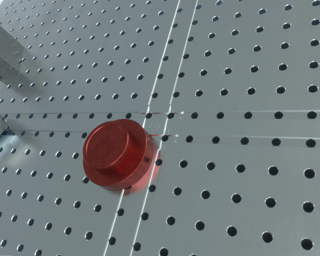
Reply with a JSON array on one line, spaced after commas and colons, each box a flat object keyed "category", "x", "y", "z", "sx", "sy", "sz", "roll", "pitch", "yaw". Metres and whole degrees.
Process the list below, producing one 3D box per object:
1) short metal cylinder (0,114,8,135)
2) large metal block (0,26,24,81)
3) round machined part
[{"category": "short metal cylinder", "x": -0.319, "y": -0.010, "z": 0.543, "sx": 0.050, "sy": 0.080, "sz": 0.080, "roll": -43, "pitch": 51, "yaw": -1}, {"category": "large metal block", "x": -0.337, "y": -0.159, "z": 0.643, "sx": 0.050, "sy": 0.080, "sz": 0.080, "roll": -21, "pitch": 54, "yaw": 16}, {"category": "round machined part", "x": -0.062, "y": 0.030, "z": 0.410, "sx": 0.098, "sy": 0.042, "sz": 0.098, "roll": -13, "pitch": 56, "yaw": 20}]
